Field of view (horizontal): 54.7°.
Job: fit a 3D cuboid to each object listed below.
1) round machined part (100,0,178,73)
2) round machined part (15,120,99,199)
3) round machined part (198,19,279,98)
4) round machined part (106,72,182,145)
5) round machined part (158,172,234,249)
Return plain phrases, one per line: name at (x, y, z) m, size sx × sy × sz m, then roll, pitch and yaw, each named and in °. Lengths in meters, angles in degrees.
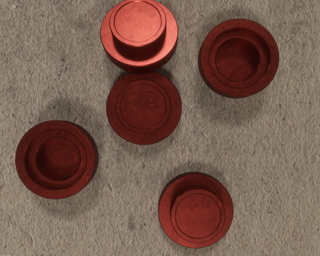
round machined part at (-0.026, -0.122, 0.389) m, size 0.099 × 0.042 × 0.098 m, roll 0°, pitch 75°, yaw 1°
round machined part at (-0.128, 0.039, 0.400) m, size 0.099 × 0.042 × 0.097 m, roll 0°, pitch 90°, yaw -1°
round machined part at (0.098, -0.087, 0.403) m, size 0.099 × 0.042 × 0.097 m, roll 0°, pitch 90°, yaw -1°
round machined part at (-0.021, -0.026, 0.401) m, size 0.099 × 0.042 × 0.097 m, roll 0°, pitch 90°, yaw -1°
round machined part at (0.047, 0.108, 0.402) m, size 0.099 × 0.042 × 0.097 m, roll 0°, pitch 90°, yaw -1°
